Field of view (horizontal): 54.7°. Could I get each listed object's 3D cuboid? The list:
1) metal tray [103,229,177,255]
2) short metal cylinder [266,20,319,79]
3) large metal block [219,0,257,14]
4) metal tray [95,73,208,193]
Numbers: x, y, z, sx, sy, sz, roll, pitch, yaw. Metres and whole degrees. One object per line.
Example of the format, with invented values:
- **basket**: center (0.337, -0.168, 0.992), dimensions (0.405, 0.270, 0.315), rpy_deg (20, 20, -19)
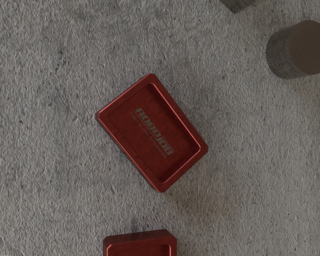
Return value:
- **metal tray**: center (-0.025, 0.203, 0.397), dimensions (0.091, 0.030, 0.129), rpy_deg (0, 90, -20)
- **short metal cylinder**: center (0.211, -0.117, 0.473), dimensions (0.081, 0.050, 0.079), rpy_deg (0, 90, -20)
- **large metal block**: center (0.110, -0.225, 0.436), dimensions (0.080, 0.050, 0.080), rpy_deg (36, 79, -17)
- **metal tray**: center (-0.009, 0.007, 0.403), dimensions (0.090, 0.030, 0.130), rpy_deg (-41, 103, -15)
